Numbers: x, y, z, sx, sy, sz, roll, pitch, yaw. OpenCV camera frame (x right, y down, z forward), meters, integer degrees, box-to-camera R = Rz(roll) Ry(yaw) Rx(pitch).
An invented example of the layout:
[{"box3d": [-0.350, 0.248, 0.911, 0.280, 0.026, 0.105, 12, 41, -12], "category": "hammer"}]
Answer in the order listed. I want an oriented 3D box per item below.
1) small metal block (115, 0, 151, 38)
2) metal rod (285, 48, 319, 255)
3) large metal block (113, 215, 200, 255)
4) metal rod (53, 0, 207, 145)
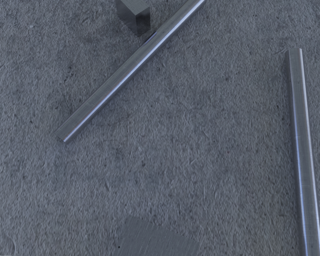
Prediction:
[{"box3d": [-0.040, -0.172, 0.457, 0.025, 0.050, 0.050, -38, 75, -13], "category": "small metal block"}, {"box3d": [0.184, 0.031, 0.399, 0.025, 0.025, 0.299, 4, 70, 1], "category": "metal rod"}, {"box3d": [-0.010, 0.150, 0.340, 0.080, 0.050, 0.080, 20, 71, 6], "category": "large metal block"}, {"box3d": [-0.033, -0.094, 0.442, 0.025, 0.025, 0.301, 38, 74, 12], "category": "metal rod"}]
